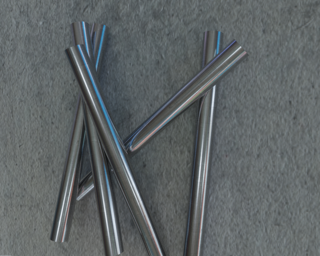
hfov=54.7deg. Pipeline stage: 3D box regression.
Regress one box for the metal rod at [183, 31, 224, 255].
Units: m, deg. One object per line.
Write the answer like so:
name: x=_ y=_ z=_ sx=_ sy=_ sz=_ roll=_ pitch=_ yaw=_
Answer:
metal rod: x=0.053 y=0.031 z=0.389 sx=0.025 sy=0.025 sz=0.298 roll=6 pitch=92 yaw=19

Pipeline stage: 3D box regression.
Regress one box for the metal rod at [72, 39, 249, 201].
metal rod: x=-0.014 y=0.003 z=0.396 sx=0.299 sy=0.025 sz=0.025 roll=-41 pitch=77 yaw=21

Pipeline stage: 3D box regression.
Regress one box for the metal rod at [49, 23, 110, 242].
metal rod: x=-0.110 y=0.004 z=0.429 sx=0.025 sy=0.025 sz=0.298 roll=9 pitch=86 yaw=19

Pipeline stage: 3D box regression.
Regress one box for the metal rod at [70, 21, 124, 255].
metal rod: x=-0.082 y=0.010 z=0.401 sx=0.025 sy=0.025 sz=0.298 roll=-11 pitch=86 yaw=19

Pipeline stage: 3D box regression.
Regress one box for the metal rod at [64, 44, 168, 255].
metal rod: x=-0.050 y=0.043 z=0.389 sx=0.025 sy=0.025 sz=0.298 roll=-18 pitch=98 yaw=19
